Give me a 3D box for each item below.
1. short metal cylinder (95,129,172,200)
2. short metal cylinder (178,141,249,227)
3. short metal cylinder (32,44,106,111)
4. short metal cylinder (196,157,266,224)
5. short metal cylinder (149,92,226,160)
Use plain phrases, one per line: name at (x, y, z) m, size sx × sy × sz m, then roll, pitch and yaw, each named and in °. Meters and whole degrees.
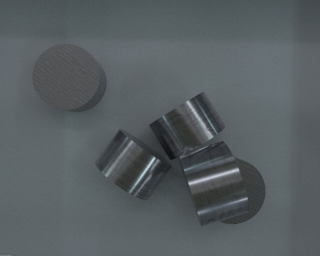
short metal cylinder at (-0.032, 0.044, 0.384) m, size 0.080 × 0.080 × 0.050 m, roll 36°, pitch 90°, yaw -1°
short metal cylinder at (0.056, 0.060, 0.335) m, size 0.050 × 0.080 × 0.080 m, roll -17°, pitch 90°, yaw 0°
short metal cylinder at (-0.113, -0.062, 0.397) m, size 0.081 × 0.050 × 0.079 m, roll 0°, pitch 90°, yaw -1°
short metal cylinder at (0.088, 0.077, 0.400) m, size 0.081 × 0.050 × 0.079 m, roll 0°, pitch 90°, yaw -1°
short metal cylinder at (0.033, -0.003, 0.384) m, size 0.080 × 0.080 × 0.050 m, roll -32°, pitch 90°, yaw 0°
